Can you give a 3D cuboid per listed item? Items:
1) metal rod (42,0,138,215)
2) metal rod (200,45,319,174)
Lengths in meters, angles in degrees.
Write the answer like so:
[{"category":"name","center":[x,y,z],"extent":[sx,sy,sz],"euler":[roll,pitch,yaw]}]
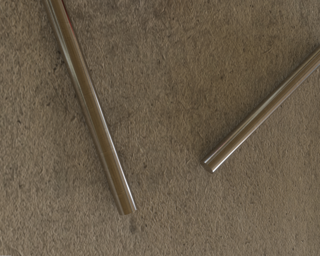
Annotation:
[{"category":"metal rod","center":[-0.087,-0.035,0.377],"extent":[0.025,0.025,0.298],"euler":[-21,97,-19]},{"category":"metal rod","center":[0.174,-0.041,0.474],"extent":[0.301,0.025,0.025],"euler":[-42,104,-16]}]
